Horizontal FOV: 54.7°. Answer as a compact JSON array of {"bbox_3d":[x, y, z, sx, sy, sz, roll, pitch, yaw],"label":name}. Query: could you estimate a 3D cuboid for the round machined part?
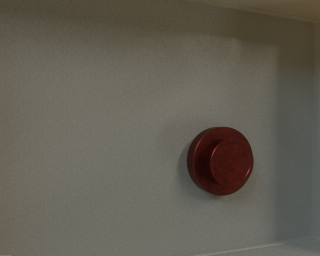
[{"bbox_3d":[0.091,0.047,0.437,0.099,0.042,0.097,0,90,-21],"label":"round machined part"}]
